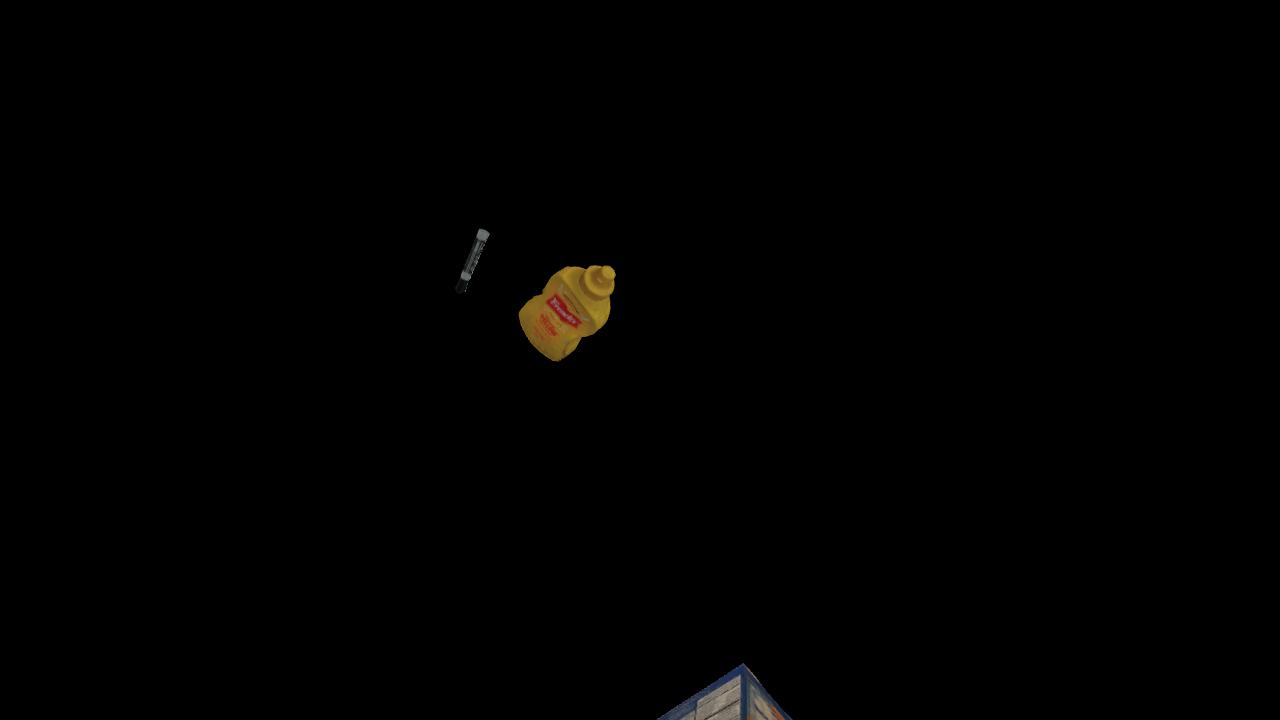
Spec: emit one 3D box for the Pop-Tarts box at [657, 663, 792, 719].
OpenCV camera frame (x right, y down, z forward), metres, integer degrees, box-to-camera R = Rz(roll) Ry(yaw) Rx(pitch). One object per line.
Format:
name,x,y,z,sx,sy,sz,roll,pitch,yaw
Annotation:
Pop-Tarts box,0.048,0.370,0.516,0.167,0.083,0.141,-41,2,15

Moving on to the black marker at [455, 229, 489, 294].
black marker,-0.294,-0.170,1.071,0.020,0.121,0.020,25,15,-7

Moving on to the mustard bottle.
mustard bottle,-0.085,-0.070,0.783,0.054,0.092,0.184,-32,-1,-41
